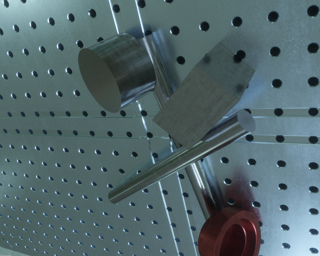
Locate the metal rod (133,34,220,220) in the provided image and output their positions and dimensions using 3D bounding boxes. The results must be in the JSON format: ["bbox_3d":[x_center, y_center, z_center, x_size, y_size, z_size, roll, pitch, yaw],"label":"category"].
[{"bbox_3d":[0.034,0.025,0.408,0.025,0.025,0.299,-10,114,32],"label":"metal rod"}]

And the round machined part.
[{"bbox_3d":[0.090,0.154,0.417,0.042,0.099,0.098,4,123,51],"label":"round machined part"}]

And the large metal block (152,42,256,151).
[{"bbox_3d":[0.048,-0.035,0.329,0.050,0.080,0.080,40,129,1],"label":"large metal block"}]

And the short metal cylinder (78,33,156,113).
[{"bbox_3d":[-0.051,-0.064,0.364,0.080,0.050,0.080,36,146,31],"label":"short metal cylinder"}]

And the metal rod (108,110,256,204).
[{"bbox_3d":[0.005,0.055,0.414,0.025,0.025,0.299,47,137,-5],"label":"metal rod"}]
